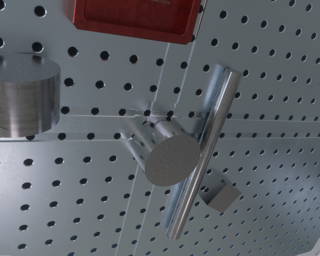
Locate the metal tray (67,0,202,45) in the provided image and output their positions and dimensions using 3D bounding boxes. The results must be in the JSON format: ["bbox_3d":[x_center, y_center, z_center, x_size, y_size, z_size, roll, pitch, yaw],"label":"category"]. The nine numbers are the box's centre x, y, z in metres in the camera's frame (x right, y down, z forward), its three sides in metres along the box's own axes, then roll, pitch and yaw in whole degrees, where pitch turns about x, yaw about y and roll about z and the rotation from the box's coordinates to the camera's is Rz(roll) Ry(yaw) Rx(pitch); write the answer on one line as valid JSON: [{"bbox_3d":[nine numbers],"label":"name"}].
[{"bbox_3d":[-0.020,-0.139,0.310,0.131,0.030,0.089,0,119,-28],"label":"metal tray"}]

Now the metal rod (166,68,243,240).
[{"bbox_3d":[0.062,0.054,0.478,0.025,0.025,0.298,2,118,-30],"label":"metal rod"}]

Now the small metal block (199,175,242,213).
[{"bbox_3d":[0.106,0.116,0.541,0.050,0.025,0.050,35,99,-39],"label":"small metal block"}]

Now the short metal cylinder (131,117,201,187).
[{"bbox_3d":[0.007,0.032,0.418,0.081,0.050,0.079,-13,124,-21],"label":"short metal cylinder"}]

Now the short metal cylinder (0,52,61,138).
[{"bbox_3d":[-0.133,-0.033,0.282,0.081,0.080,0.050,-4,121,-26],"label":"short metal cylinder"}]
